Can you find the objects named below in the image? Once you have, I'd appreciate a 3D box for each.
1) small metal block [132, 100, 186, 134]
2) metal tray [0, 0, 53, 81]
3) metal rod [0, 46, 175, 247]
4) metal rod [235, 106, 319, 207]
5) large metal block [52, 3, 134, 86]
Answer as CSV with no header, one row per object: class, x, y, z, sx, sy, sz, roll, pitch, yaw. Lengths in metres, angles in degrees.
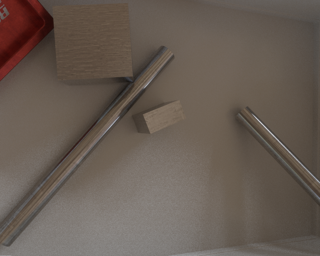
small metal block,-0.002,-0.014,0.397,0.050,0.050,0.025,-23,98,-19
metal tray,-0.186,-0.099,0.317,0.130,0.030,0.090,-51,136,-13
metal rod,-0.084,0.012,0.380,0.025,0.025,0.300,43,76,-15
metal rod,0.217,0.086,0.425,0.025,0.025,0.300,-37,76,-17
large metal block,-0.074,-0.094,0.359,0.081,0.050,0.079,-4,91,-4
